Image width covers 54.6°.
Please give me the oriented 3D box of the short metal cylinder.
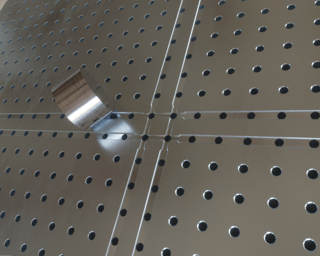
[{"bbox_3d":[-0.112,-0.043,0.459,0.050,0.080,0.080,-35,51,5],"label":"short metal cylinder"}]
